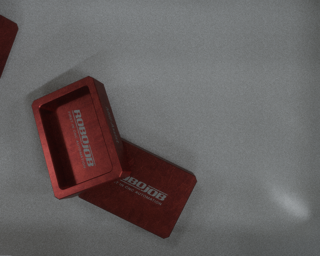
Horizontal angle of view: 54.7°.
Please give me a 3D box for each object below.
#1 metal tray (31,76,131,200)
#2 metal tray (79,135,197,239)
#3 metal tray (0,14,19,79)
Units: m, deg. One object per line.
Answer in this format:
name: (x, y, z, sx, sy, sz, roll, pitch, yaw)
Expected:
metal tray: (-0.099, 0.012, 0.384, 0.090, 0.030, 0.129, -22, 77, 11)
metal tray: (-0.029, 0.075, 0.409, 0.131, 0.030, 0.090, 26, 90, -1)
metal tray: (-0.237, -0.107, 0.355, 0.030, 0.130, 0.090, 20, 90, 23)
